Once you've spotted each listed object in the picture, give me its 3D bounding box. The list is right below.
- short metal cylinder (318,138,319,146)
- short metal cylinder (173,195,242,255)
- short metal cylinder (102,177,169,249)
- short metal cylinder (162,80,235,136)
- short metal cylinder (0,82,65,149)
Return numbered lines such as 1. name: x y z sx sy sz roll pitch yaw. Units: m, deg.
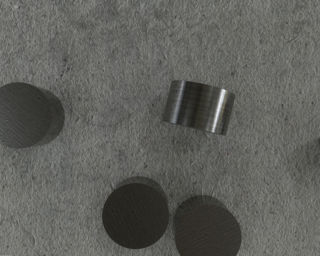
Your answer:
1. short metal cylinder: 0.248 0.025 0.384 0.080 0.080 0.050 -25 90 0
2. short metal cylinder: 0.058 0.132 0.398 0.081 0.050 0.080 0 90 0
3. short metal cylinder: -0.029 0.106 0.397 0.081 0.050 0.080 0 90 0
4. short metal cylinder: 0.047 -0.024 0.383 0.080 0.080 0.050 13 90 0
5. short metal cylinder: -0.170 -0.015 0.396 0.081 0.050 0.080 0 90 0
